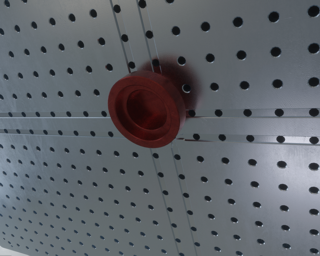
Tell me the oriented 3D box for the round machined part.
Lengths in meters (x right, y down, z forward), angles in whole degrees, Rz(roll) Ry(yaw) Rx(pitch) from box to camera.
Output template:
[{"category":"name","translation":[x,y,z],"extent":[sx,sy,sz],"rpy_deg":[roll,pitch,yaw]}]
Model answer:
[{"category":"round machined part","translation":[-0.013,-0.027,0.391],"extent":[0.098,0.042,0.097],"rpy_deg":[13,124,21]}]
